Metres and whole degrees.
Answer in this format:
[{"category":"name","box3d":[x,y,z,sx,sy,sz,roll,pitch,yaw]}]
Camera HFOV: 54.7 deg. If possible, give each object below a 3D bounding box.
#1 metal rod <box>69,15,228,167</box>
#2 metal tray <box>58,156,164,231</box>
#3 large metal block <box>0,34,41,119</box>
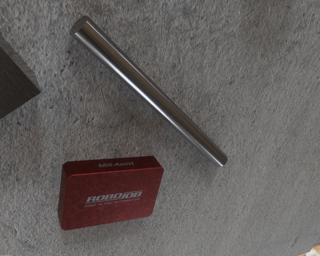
[{"category":"metal rod","box3d":[0.008,-0.025,0.397,0.025,0.025,0.300,-46,130,4]},{"category":"metal tray","box3d":[-0.066,0.087,0.422,0.131,0.030,0.089,-1,119,-28]},{"category":"large metal block","box3d":[-0.167,-0.047,0.270,0.080,0.050,0.080,-35,129,-5]}]
